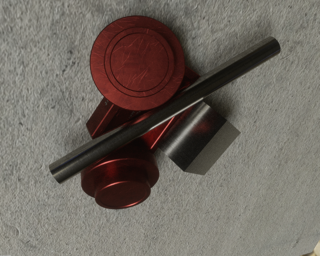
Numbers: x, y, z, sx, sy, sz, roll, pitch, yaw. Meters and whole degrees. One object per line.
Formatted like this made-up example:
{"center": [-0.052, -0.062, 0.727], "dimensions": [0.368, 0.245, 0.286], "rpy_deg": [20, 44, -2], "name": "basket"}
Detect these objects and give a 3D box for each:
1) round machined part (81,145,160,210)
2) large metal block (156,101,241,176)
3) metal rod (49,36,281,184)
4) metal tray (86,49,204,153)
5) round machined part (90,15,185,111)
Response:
{"center": [-0.048, 0.068, 0.391], "dimensions": [0.099, 0.042, 0.097], "rpy_deg": [-9, 140, -7], "name": "round machined part"}
{"center": [0.054, 0.014, 0.412], "dimensions": [0.080, 0.050, 0.080], "rpy_deg": [-51, 153, 7], "name": "large metal block"}
{"center": [0.013, -0.026, 0.362], "dimensions": [0.301, 0.025, 0.025], "rpy_deg": [-31, 129, -9], "name": "metal rod"}
{"center": [-0.017, -0.029, 0.378], "dimensions": [0.090, 0.030, 0.130], "rpy_deg": [27, 103, -38], "name": "metal tray"}
{"center": [-0.022, -0.066, 0.318], "dimensions": [0.099, 0.042, 0.097], "rpy_deg": [-1, 97, -8], "name": "round machined part"}
